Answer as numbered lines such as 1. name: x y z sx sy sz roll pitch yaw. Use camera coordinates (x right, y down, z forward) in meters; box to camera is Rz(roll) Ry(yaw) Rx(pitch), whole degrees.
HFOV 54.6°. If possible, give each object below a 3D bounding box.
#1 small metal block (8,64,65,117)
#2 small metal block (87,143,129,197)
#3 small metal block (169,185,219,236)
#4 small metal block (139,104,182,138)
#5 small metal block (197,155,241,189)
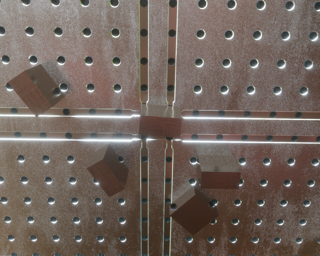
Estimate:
1. small metal block: -0.150 -0.047 0.382 0.025 0.050 0.050 -31 107 11
2. small metal block: -0.069 0.056 0.420 0.025 0.050 0.050 -30 108 10
3. small metal block: 0.049 0.122 0.459 0.050 0.025 0.050 -43 105 14
4. small metal block: 0.000 -0.010 0.396 0.050 0.050 0.025 4 110 -2
5. small metal block: 0.078 0.059 0.422 0.050 0.050 0.025 1 110 -1
